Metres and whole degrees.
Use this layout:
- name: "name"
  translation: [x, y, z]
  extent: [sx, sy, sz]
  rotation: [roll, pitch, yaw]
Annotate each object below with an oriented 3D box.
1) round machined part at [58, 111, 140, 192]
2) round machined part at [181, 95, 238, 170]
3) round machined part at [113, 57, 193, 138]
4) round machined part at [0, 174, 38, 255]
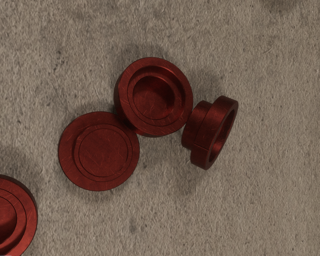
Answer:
- name: "round machined part"
  translation: [-0.071, 0.028, 0.374]
  extent: [0.099, 0.042, 0.097]
  rotation: [0, 90, -21]
- name: "round machined part"
  translation: [0.062, 0.002, 0.405]
  extent: [0.042, 0.098, 0.098]
  rotation: [25, 80, 20]
- name: "round machined part"
  translation: [-0.011, -0.036, 0.391]
  extent: [0.099, 0.042, 0.098]
  rotation: [5, 78, -24]
- name: "round machined part"
  translation: [-0.184, 0.097, 0.332]
  extent: [0.099, 0.042, 0.097]
  rotation: [0, 90, -21]
